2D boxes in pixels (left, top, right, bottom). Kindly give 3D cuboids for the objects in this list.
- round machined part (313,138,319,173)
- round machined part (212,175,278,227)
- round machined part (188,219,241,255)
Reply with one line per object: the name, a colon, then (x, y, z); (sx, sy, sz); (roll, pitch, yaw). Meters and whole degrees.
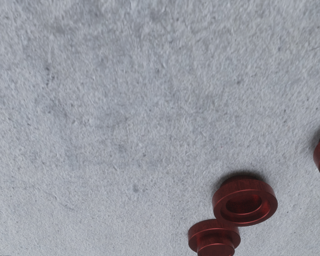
round machined part: (0.261, 0.028, 0.424); (0.099, 0.042, 0.097); (-1, 130, 0)
round machined part: (0.132, 0.113, 0.494); (0.099, 0.042, 0.097); (-1, 130, 0)
round machined part: (0.103, 0.217, 0.582); (0.099, 0.042, 0.097); (-1, 130, 0)
